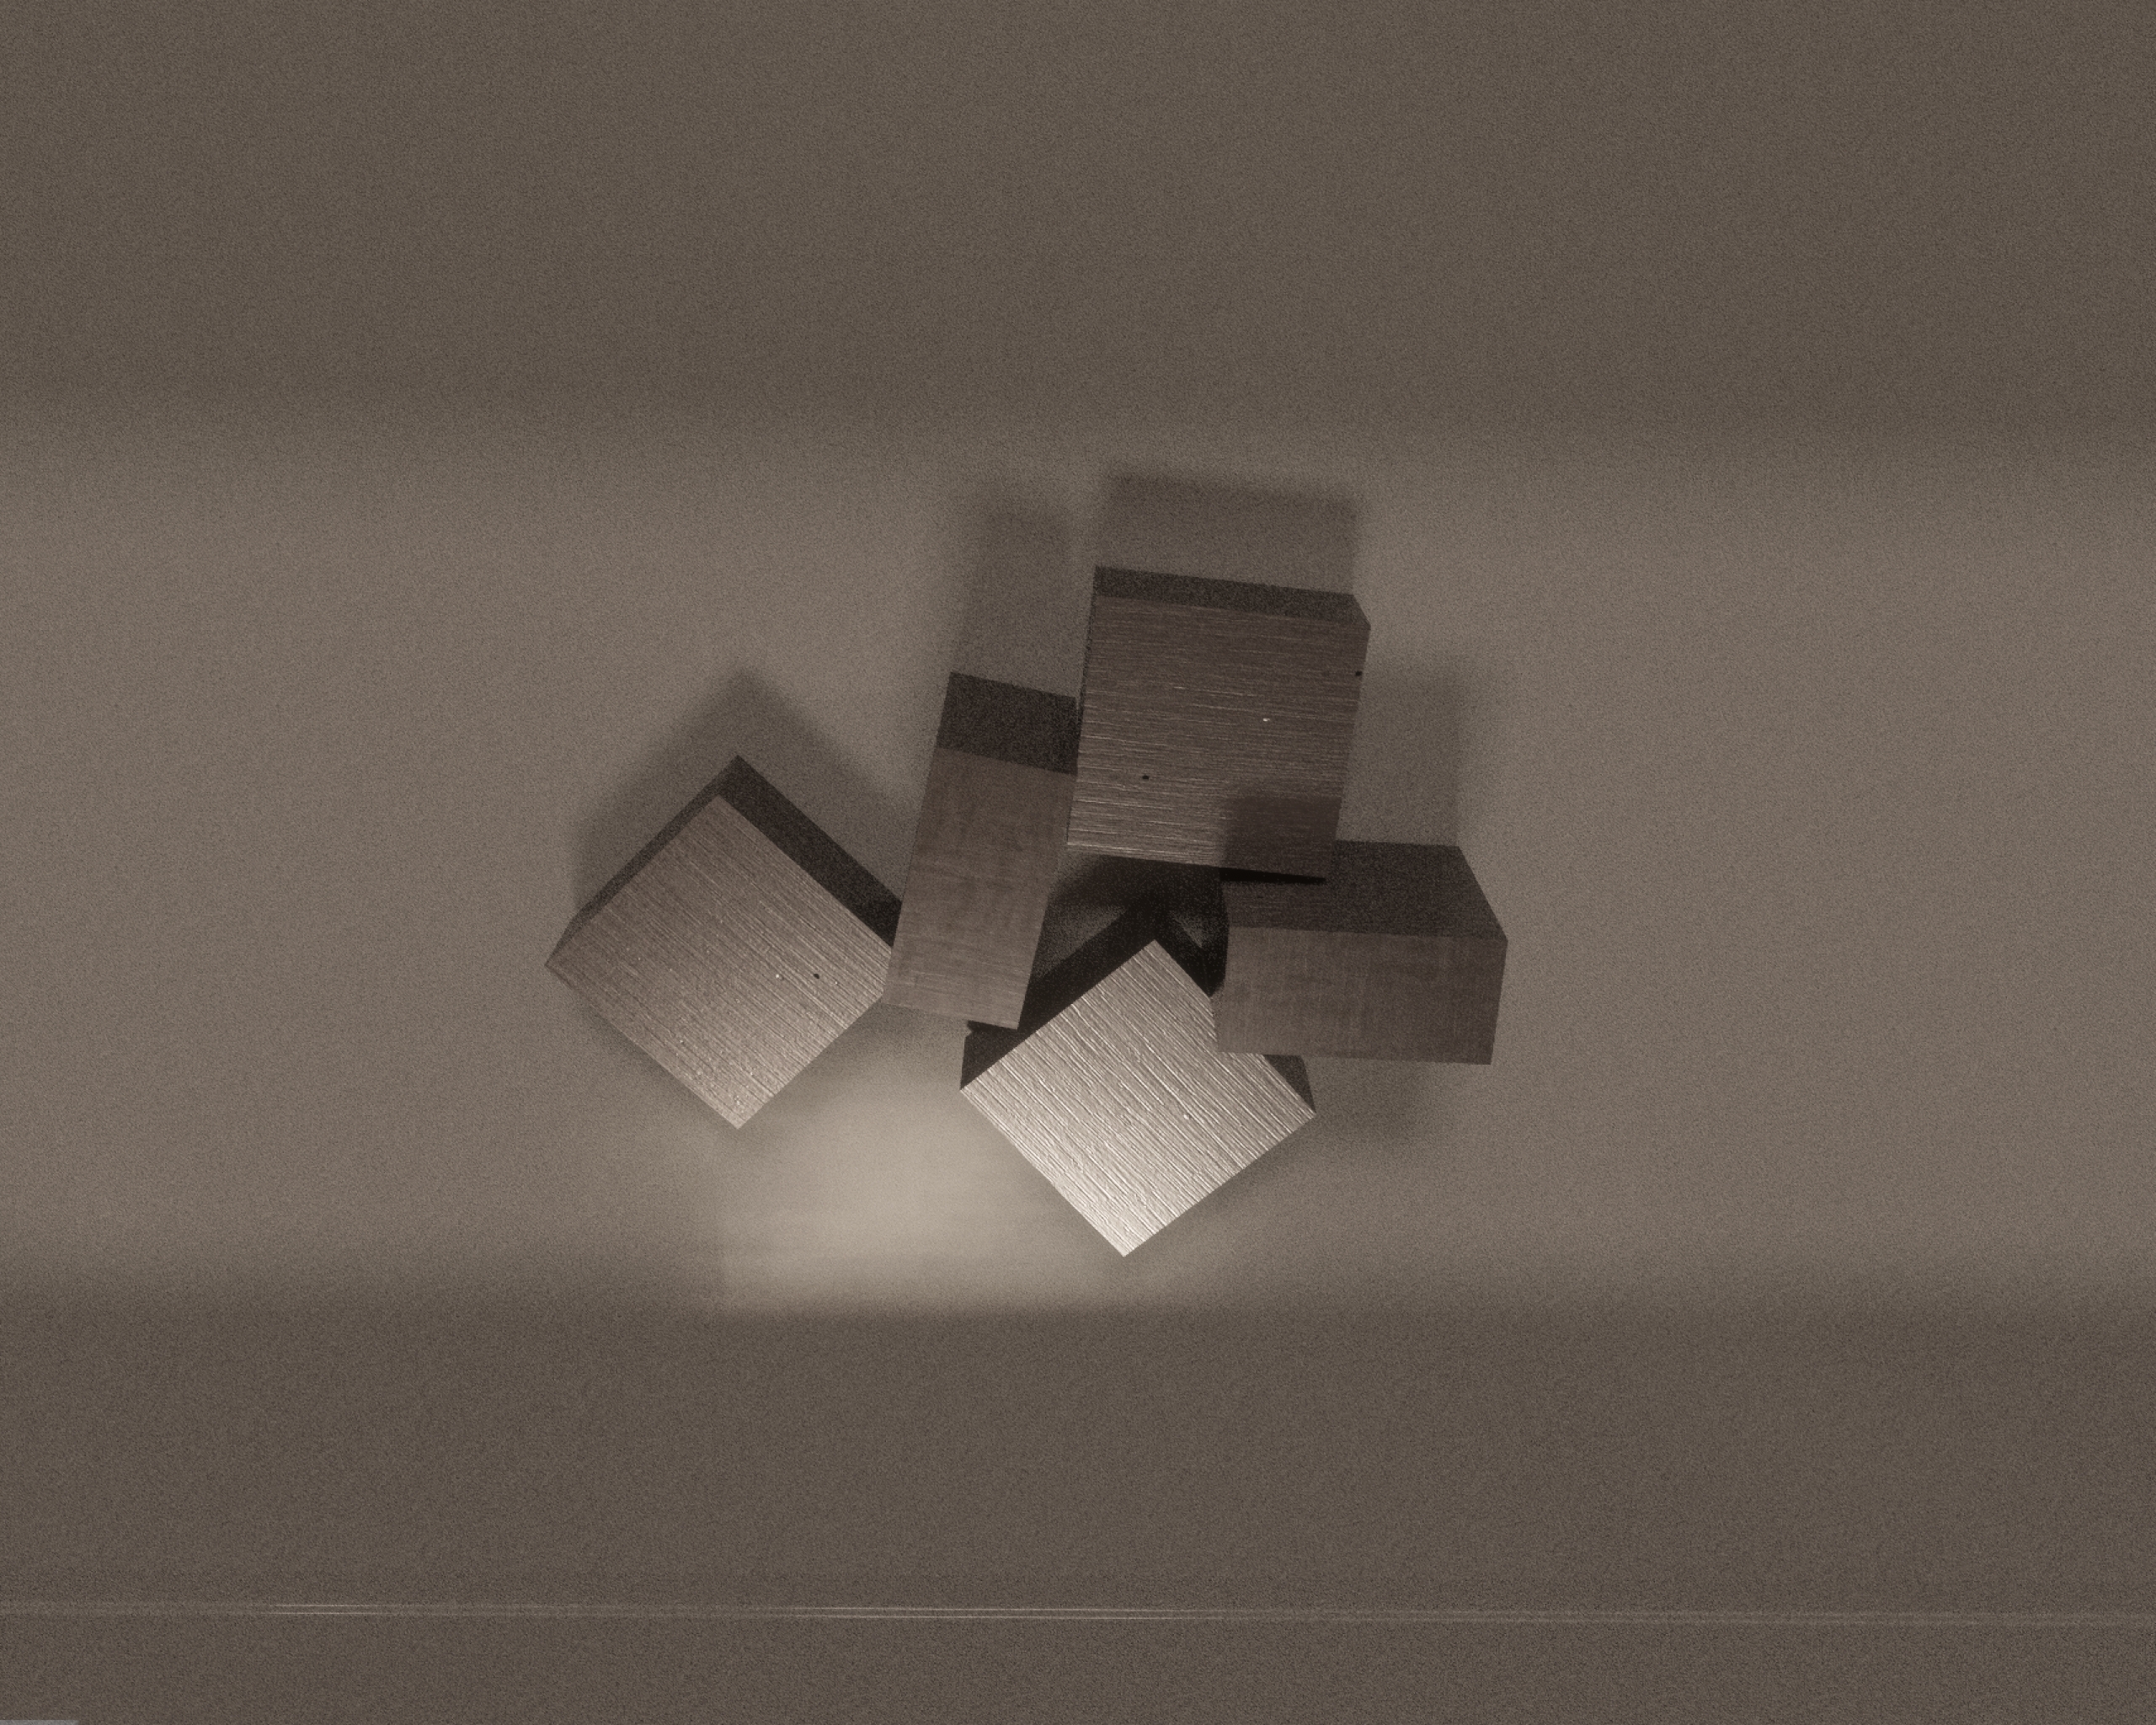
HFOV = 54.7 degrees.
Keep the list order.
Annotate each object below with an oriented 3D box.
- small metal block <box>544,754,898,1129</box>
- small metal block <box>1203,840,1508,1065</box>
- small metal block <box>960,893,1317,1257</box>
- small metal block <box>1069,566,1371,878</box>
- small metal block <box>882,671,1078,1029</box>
[{"bbox_3d":[-0.068,0.016,0.414,0.050,0.025,0.050,-43,105,14],"label":"small metal block"},{"bbox_3d":[0.052,0.016,0.402,0.050,0.050,0.025,3,110,-2],"label":"small metal block"},{"bbox_3d":[0.012,0.043,0.425,0.050,0.025,0.050,-39,106,12],"label":"small metal block"},{"bbox_3d":[0.026,-0.027,0.400,0.050,0.025,0.050,6,110,-3],"label":"small metal block"},{"bbox_3d":[-0.018,-0.003,0.394,0.025,0.050,0.050,12,110,-5],"label":"small metal block"}]
